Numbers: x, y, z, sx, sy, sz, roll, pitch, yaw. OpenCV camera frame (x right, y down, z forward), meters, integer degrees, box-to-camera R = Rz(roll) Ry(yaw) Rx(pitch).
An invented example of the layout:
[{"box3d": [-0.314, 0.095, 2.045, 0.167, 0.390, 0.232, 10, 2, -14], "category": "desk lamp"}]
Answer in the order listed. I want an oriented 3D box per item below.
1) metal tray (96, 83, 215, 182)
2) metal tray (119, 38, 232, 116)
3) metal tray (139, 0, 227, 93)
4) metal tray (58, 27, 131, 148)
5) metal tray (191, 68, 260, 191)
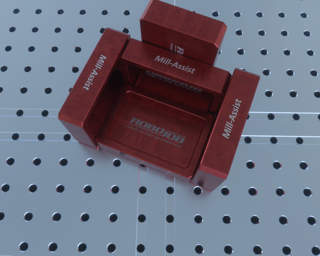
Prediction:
[{"box3d": [-0.005, 0.005, 0.407, 0.130, 0.030, 0.090, 21, 71, 7], "category": "metal tray"}, {"box3d": [0.017, -0.058, 0.398, 0.130, 0.090, 0.030, 21, 72, 7], "category": "metal tray"}, {"box3d": [0.025, -0.093, 0.389, 0.090, 0.130, 0.030, 21, 72, 7], "category": "metal tray"}, {"box3d": [-0.074, -0.048, 0.394, 0.030, 0.090, 0.130, 21, 71, 7], "category": "metal tray"}, {"box3d": [0.078, 0.005, 0.375, 0.030, 0.090, 0.130, 21, 71, 7], "category": "metal tray"}]
